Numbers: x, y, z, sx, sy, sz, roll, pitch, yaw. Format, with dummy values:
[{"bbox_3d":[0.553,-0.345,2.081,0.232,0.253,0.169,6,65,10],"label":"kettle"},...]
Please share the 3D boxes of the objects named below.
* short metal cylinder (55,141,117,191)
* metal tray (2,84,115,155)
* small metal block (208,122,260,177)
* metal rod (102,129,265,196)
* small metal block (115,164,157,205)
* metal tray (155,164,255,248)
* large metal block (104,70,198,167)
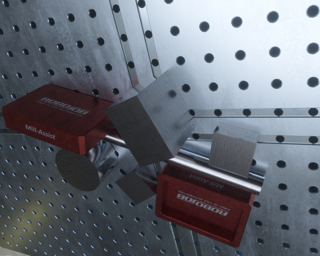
[{"bbox_3d":[-0.115,0.052,0.487,0.080,0.050,0.079,13,124,21],"label":"short metal cylinder"},{"bbox_3d":[-0.134,-0.017,0.428,0.130,0.090,0.030,17,125,18],"label":"metal tray"},{"bbox_3d":[0.090,0.026,0.380,0.050,0.025,0.050,16,125,19],"label":"small metal block"},{"bbox_3d":[-0.009,0.029,0.434,0.301,0.025,0.025,18,126,17],"label":"metal rod"},{"bbox_3d":[-0.033,0.086,0.483,0.050,0.025,0.050,48,129,-6],"label":"small metal block"},{"bbox_3d":[0.060,0.109,0.443,0.130,0.030,0.089,17,126,18],"label":"metal tray"},{"bbox_3d":[-0.007,-0.013,0.373,0.050,0.080,0.080,-20,108,36],"label":"large metal block"}]
